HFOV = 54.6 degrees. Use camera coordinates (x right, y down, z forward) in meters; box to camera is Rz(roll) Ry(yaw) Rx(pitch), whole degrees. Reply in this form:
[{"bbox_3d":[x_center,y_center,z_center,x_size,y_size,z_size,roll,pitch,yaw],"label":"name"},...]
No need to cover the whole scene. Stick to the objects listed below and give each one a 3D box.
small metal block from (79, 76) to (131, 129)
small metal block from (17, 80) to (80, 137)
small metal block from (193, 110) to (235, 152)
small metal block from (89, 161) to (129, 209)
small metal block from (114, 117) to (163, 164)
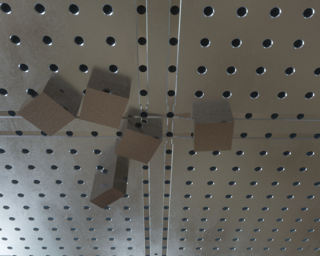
[{"bbox_3d":[-0.069,-0.031,0.385,0.050,0.025,0.050,15,129,-13],"label":"small metal block"},{"bbox_3d":[-0.139,-0.023,0.390,0.050,0.025,0.050,-32,123,24],"label":"small metal block"},{"bbox_3d":[0.070,0.004,0.416,0.050,0.025,0.050,-3,130,2],"label":"small metal block"},{"bbox_3d":[-0.076,0.085,0.467,0.050,0.050,0.025,-34,122,25],"label":"small metal block"},{"bbox_3d":[-0.030,0.018,0.426,0.050,0.025,0.050,19,128,-16],"label":"small metal block"}]
